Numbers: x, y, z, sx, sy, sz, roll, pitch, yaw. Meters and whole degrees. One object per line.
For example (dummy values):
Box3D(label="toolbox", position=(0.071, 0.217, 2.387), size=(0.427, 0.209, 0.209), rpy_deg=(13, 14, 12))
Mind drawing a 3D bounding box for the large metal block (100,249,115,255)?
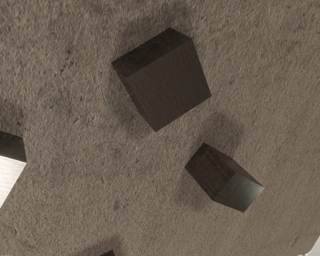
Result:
Box3D(label="large metal block", position=(-0.097, 0.256, 0.498), size=(0.081, 0.050, 0.079), rpy_deg=(-21, 127, -16))

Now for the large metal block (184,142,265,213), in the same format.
Box3D(label="large metal block", position=(0.097, 0.075, 0.474), size=(0.080, 0.080, 0.050), rpy_deg=(28, 103, -38))

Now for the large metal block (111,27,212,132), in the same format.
Box3D(label="large metal block", position=(0.003, -0.056, 0.359), size=(0.080, 0.050, 0.080), rpy_deg=(-33, 129, -7))

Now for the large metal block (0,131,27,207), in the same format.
Box3D(label="large metal block", position=(-0.194, 0.042, 0.311), size=(0.080, 0.050, 0.080), rpy_deg=(25, 105, -37))
